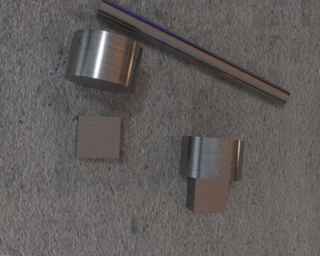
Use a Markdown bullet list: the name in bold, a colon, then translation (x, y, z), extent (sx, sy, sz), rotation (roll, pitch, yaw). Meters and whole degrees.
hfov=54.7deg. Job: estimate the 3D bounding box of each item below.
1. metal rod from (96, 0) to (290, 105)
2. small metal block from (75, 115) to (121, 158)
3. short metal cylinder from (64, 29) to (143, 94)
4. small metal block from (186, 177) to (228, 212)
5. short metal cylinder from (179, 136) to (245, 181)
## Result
- **metal rod**: translation (0.059, -0.098, 0.430), extent (0.302, 0.025, 0.025), rotation (21, 83, -19)
- **small metal block**: translation (-0.077, 0.011, 0.381), extent (0.050, 0.025, 0.050), rotation (3, 89, -20)
- **short metal cylinder**: translation (-0.064, -0.073, 0.356), extent (0.081, 0.080, 0.050), rotation (12, 86, -20)
- **small metal block**: translation (0.066, 0.089, 0.434), extent (0.050, 0.025, 0.050), rotation (4, 89, -20)
- **short metal cylinder**: translation (0.067, 0.038, 0.405), extent (0.081, 0.080, 0.050), rotation (6, 88, -20)
